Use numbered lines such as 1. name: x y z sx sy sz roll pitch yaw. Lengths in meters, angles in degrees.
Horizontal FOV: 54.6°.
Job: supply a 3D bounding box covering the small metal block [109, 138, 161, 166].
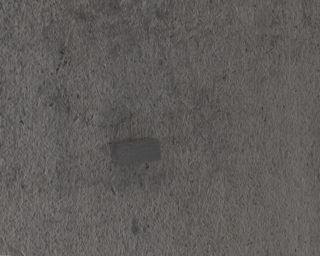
1. small metal block: -0.032 0.028 0.384 0.050 0.050 0.025 -7 93 -20
